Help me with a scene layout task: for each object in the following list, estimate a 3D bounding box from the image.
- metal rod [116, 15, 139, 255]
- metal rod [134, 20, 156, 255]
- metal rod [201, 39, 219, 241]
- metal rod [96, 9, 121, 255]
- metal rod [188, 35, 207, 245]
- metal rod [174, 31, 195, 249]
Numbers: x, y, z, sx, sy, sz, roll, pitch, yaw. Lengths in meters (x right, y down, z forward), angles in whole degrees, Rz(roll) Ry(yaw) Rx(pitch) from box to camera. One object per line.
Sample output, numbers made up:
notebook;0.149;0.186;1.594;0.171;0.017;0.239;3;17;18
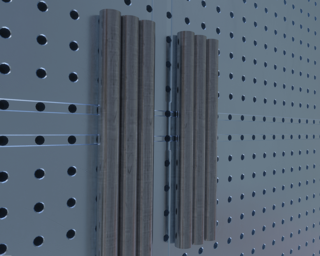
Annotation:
metal rod;-0.039;0.017;0.375;0.025;0.025;0.298;1;89;-40
metal rod;-0.020;0.017;0.391;0.025;0.025;0.298;1;89;-40
metal rod;0.075;0.017;0.470;0.025;0.025;0.298;1;89;-40
metal rod;-0.059;0.016;0.358;0.025;0.025;0.298;1;89;-40
metal rod;0.054;0.017;0.452;0.025;0.025;0.298;1;89;-40
metal rod;0.035;0.016;0.436;0.025;0.025;0.298;1;89;-40
